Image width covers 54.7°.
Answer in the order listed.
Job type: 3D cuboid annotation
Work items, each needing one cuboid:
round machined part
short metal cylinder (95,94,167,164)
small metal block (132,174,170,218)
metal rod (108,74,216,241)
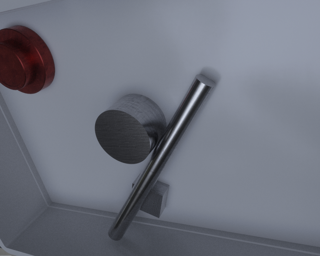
[{"bbox_3d":[-0.205,-0.093,0.445,0.098,0.042,0.097,13,124,20],"label":"round machined part"},{"bbox_3d":[-0.038,0.001,0.412,0.080,0.050,0.079,13,124,20],"label":"short metal cylinder"},{"bbox_3d":[-0.016,0.105,0.481,0.050,0.025,0.050,19,126,16],"label":"small metal block"},{"bbox_3d":[-0.010,0.059,0.424,0.025,0.025,0.298,33,121,6],"label":"metal rod"}]
